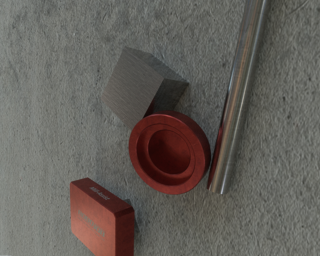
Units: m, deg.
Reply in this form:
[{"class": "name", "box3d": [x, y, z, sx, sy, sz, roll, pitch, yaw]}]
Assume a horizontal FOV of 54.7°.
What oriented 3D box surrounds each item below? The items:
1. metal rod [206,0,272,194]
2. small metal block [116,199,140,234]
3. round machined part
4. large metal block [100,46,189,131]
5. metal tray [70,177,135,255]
[{"class": "metal rod", "box3d": [0.092, -0.075, 0.329, 0.025, 0.025, 0.298, 17, 101, 38]}, {"class": "small metal block", "box3d": [-0.063, 0.137, 0.454, 0.050, 0.025, 0.050, -29, 72, 30]}, {"class": "round machined part", "box3d": [0.015, 0.026, 0.370, 0.098, 0.042, 0.097, 10, 111, 27]}, {"class": "large metal block", "box3d": [-0.022, -0.048, 0.407, 0.080, 0.050, 0.080, 44, 116, 31]}, {"class": "metal tray", "box3d": [-0.088, 0.137, 0.454, 0.130, 0.030, 0.089, 17, 110, 46]}]
